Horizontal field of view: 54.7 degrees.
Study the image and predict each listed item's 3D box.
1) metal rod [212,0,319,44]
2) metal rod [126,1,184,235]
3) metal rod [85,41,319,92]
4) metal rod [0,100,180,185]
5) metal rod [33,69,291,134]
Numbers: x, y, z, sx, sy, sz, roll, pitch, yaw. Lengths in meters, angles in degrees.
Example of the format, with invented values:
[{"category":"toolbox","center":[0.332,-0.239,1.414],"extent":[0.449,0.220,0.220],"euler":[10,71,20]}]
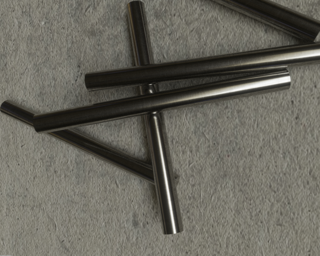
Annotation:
[{"category":"metal rod","center":[0.054,-0.180,0.389],"extent":[0.300,0.025,0.025],"euler":[31,100,17]},{"category":"metal rod","center":[-0.009,-0.021,0.395],"extent":[0.025,0.025,0.299],"euler":[-13,79,19]},{"category":"metal rod","center":[0.058,-0.072,0.363],"extent":[0.301,0.025,0.025],"euler":[-6,88,10]},{"category":"metal rod","center":[-0.112,0.020,0.448],"extent":[0.301,0.025,0.025],"euler":[22,97,18]},{"category":"metal rod","center":[-0.002,-0.031,0.369],"extent":[0.302,0.025,0.025],"euler":[-10,87,4]}]
